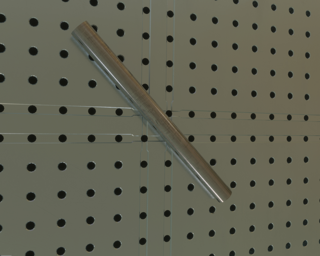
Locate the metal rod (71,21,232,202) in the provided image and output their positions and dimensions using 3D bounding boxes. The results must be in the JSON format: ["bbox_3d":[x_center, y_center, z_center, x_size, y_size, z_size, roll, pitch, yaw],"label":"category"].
[{"bbox_3d":[-0.003,-0.012,0.412,0.025,0.025,0.300,-45,104,-14],"label":"metal rod"}]
